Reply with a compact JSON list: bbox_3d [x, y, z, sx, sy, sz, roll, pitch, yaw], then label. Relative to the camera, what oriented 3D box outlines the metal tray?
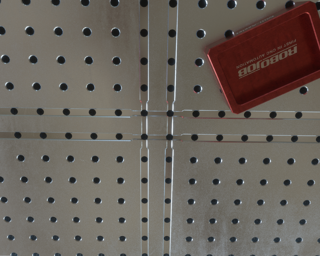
[{"bbox_3d":[0.132,-0.084,0.380,0.130,0.030,0.090,-25,108,8],"label":"metal tray"}]
